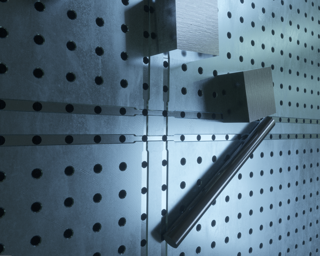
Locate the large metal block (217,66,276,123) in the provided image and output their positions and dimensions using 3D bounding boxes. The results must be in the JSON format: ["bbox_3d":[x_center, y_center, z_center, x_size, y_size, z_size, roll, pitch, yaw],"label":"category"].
[{"bbox_3d":[0.147,-0.056,0.519,0.081,0.050,0.079,-16,101,-39],"label":"large metal block"}]

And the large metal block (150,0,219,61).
[{"bbox_3d":[0.034,-0.139,0.423,0.081,0.050,0.079,-4,93,-40],"label":"large metal block"}]

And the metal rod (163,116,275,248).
[{"bbox_3d":[0.110,0.072,0.504,0.302,0.025,0.025,-41,115,-33],"label":"metal rod"}]
